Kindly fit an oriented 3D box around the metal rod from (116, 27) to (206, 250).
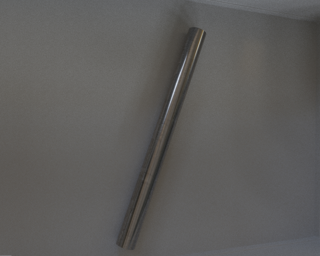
[{"bbox_3d":[0.004,0.008,0.409,0.025,0.025,0.299,21,83,-19],"label":"metal rod"}]
